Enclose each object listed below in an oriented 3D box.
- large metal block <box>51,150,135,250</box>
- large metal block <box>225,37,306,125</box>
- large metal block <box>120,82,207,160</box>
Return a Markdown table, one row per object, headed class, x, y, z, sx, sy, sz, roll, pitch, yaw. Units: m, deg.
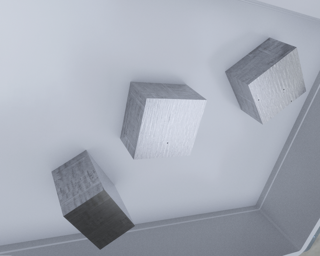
| class | x | y | z | sx | sy | sz | roll | pitch | yaw |
| --- | --- | --- | --- | --- | --- | --- | --- | --- | --- |
| large metal block | -0.083 | 0.087 | 0.383 | 0.050 | 0.080 | 0.080 | -33 | 129 | -7 |
| large metal block | 0.150 | -0.065 | 0.436 | 0.080 | 0.050 | 0.080 | -38 | 130 | -3 |
| large metal block | 0.002 | -0.010 | 0.389 | 0.081 | 0.050 | 0.079 | -1 | 119 | -28 |
